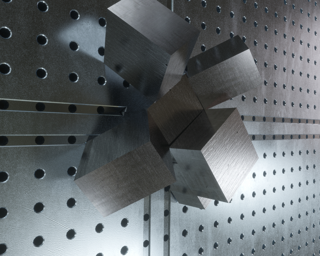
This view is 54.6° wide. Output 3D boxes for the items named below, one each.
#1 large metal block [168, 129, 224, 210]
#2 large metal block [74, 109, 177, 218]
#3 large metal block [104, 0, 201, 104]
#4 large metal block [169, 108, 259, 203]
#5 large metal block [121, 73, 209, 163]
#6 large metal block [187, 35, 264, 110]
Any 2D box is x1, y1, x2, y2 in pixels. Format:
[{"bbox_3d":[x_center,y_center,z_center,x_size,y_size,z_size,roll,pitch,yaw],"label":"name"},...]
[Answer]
[{"bbox_3d":[0.049,0.052,0.432,0.080,0.050,0.080,-45,116,-32],"label":"large metal block"},{"bbox_3d":[-0.034,0.033,0.324,0.080,0.080,0.050,-28,113,8],"label":"large metal block"},{"bbox_3d":[-0.013,-0.087,0.341,0.080,0.080,0.050,39,59,10],"label":"large metal block"},{"bbox_3d":[0.069,0.031,0.383,0.080,0.050,0.080,-45,118,-32],"label":"large metal block"},{"bbox_3d":[0.011,-0.013,0.401,0.080,0.050,0.080,-46,117,-30],"label":"large metal block"},{"bbox_3d":[0.085,-0.078,0.422,0.050,0.080,0.080,59,17,-23],"label":"large metal block"}]
